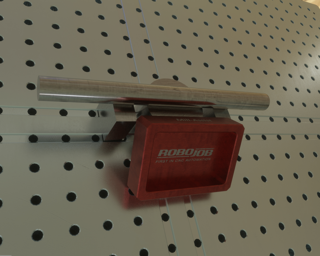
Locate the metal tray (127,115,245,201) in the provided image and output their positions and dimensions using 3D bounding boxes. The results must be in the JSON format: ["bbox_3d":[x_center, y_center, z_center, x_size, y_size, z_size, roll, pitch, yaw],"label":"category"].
[{"bbox_3d":[0.032,0.033,0.366,0.131,0.089,0.030,0,18,-28],"label":"metal tray"}]

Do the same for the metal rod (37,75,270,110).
[{"bbox_3d":[0.014,-0.038,0.375,0.303,0.025,0.025,0,62,-28],"label":"metal rod"}]

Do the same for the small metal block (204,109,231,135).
[{"bbox_3d":[0.071,-0.015,0.440,0.025,0.050,0.050,-1,62,-29],"label":"small metal block"}]

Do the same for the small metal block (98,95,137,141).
[{"bbox_3d":[-0.053,-0.018,0.375,0.025,0.050,0.050,-1,62,-29],"label":"small metal block"}]

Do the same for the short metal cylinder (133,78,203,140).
[{"bbox_3d":[0.009,-0.018,0.407,0.081,0.050,0.080,14,56,-21],"label":"short metal cylinder"}]
